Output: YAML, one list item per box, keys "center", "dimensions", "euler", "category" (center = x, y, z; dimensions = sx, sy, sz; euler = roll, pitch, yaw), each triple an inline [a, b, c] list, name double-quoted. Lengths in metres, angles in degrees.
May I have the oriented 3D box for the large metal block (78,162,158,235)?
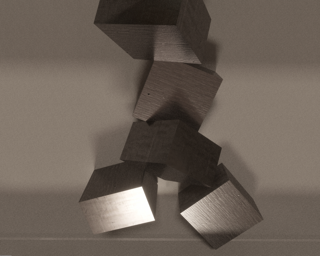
- center: [-0.050, 0.086, 0.411]
  dimensions: [0.080, 0.080, 0.050]
  euler: [-15, 110, 8]
  category: "large metal block"

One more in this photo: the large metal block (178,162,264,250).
- center: [0.084, 0.111, 0.440]
  dimensions: [0.080, 0.050, 0.080]
  euler: [-38, 106, 12]
  category: "large metal block"

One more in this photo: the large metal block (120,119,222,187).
- center: [0.013, 0.031, 0.373]
  dimensions: [0.080, 0.080, 0.050]
  euler: [32, 68, -37]
  category: "large metal block"

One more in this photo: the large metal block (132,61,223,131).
- center: [0.019, -0.043, 0.382]
  dimensions: [0.080, 0.050, 0.079]
  euler: [21, 108, -8]
  category: "large metal block"

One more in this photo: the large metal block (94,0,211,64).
- center: [-0.003, -0.104, 0.301]
  dimensions: [0.080, 0.080, 0.050]
  euler: [10, 82, 24]
  category: "large metal block"
